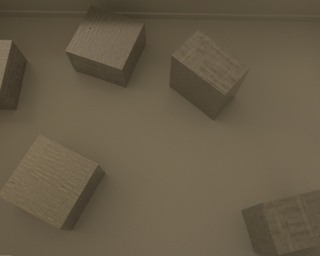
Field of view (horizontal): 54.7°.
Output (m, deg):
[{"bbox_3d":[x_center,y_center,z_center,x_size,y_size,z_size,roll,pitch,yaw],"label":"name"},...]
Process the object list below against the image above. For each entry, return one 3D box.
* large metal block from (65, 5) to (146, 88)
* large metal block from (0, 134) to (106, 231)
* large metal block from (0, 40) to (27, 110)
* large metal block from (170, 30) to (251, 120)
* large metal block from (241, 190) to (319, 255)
[{"bbox_3d":[-0.073,-0.114,0.437,0.080,0.050,0.080,19,71,6],"label":"large metal block"},{"bbox_3d":[-0.125,0.066,0.371,0.080,0.050,0.080,26,72,8],"label":"large metal block"},{"bbox_3d":[-0.238,-0.072,0.420,0.081,0.050,0.080,2,70,0],"label":"large metal block"},{"bbox_3d":[0.060,-0.066,0.405,0.080,0.080,0.050,40,75,13],"label":"large metal block"},{"bbox_3d":[0.146,0.104,0.344,0.081,0.080,0.050,-12,71,-5],"label":"large metal block"}]
